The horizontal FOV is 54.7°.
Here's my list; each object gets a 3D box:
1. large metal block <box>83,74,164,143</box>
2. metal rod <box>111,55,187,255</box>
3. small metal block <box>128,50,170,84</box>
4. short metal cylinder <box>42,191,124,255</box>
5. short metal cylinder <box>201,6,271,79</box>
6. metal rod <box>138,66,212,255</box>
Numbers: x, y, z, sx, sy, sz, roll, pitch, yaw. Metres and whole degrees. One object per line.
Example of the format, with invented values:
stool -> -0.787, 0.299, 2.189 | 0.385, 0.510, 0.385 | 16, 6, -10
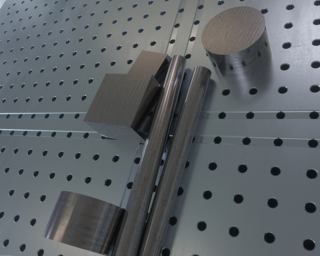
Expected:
large metal block -> -0.047, -0.029, 0.434 | 0.080, 0.050, 0.080 | 7, 65, 31
metal rod -> -0.008, 0.027, 0.380 | 0.025, 0.025, 0.300 | -1, 56, 27
small metal block -> -0.015, -0.088, 0.470 | 0.050, 0.025, 0.050 | 19, 71, 35
short metal cylinder -> -0.083, 0.109, 0.350 | 0.080, 0.080, 0.050 | 3, 63, 29
short metal cylinder -> 0.101, -0.112, 0.408 | 0.080, 0.050, 0.080 | -13, 56, 21
metal rod -> 0.014, 0.054, 0.367 | 0.025, 0.025, 0.300 | 5, 64, 30
